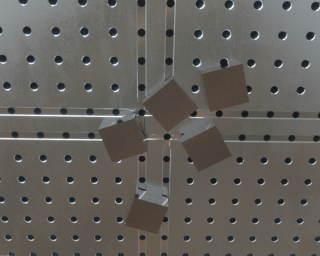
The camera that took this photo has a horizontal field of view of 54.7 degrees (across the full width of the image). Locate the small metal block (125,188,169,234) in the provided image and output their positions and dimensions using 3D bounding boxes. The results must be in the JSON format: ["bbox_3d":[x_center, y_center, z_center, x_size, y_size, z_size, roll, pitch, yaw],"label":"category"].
[{"bbox_3d":[-0.020,0.123,0.459,0.050,0.025,0.050,18,109,-7],"label":"small metal block"}]

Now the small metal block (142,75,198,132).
[{"bbox_3d":[0.013,-0.032,0.402,0.050,0.025,0.050,-38,106,12],"label":"small metal block"}]

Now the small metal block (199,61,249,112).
[{"bbox_3d":[0.082,-0.053,0.395,0.050,0.025,0.050,-14,110,4],"label":"small metal block"}]

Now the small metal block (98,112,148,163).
[{"bbox_3d":[-0.048,0.013,0.417,0.050,0.025,0.050,-18,109,6],"label":"small metal block"}]

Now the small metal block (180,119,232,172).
[{"bbox_3d":[0.062,0.024,0.423,0.050,0.025,0.050,-28,108,9],"label":"small metal block"}]
